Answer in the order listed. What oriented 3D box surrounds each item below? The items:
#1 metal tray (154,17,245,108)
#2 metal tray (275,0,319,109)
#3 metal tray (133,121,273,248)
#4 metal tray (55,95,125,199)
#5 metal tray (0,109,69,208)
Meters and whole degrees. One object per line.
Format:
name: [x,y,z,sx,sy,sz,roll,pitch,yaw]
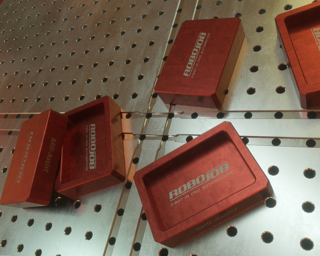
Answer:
metal tray: [0.056,-0.094,0.432,0.090,0.030,0.130,9,66,31]
metal tray: [0.195,-0.093,0.359,0.090,0.030,0.130,-14,56,19]
metal tray: [0.043,0.061,0.344,0.130,0.030,0.090,-31,52,8]
metal tray: [-0.100,0.024,0.440,0.090,0.030,0.130,-20,54,15]
metal tray: [-0.180,0.045,0.444,0.090,0.030,0.130,-16,59,41]
